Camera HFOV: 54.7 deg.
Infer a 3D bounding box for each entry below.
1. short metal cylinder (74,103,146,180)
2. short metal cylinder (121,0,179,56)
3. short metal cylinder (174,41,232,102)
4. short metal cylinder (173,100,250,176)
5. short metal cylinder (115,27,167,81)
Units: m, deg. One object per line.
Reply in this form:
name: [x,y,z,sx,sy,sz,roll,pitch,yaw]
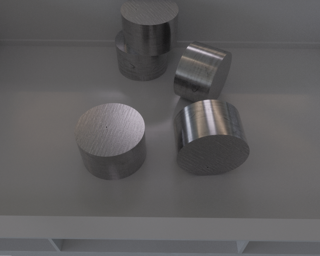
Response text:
short metal cylinder: [-0.058,0.016,0.375,0.080,0.050,0.080,0,50,0]
short metal cylinder: [-0.014,-0.149,0.449,0.081,0.050,0.080,0,50,0]
short metal cylinder: [0.060,-0.075,0.432,0.050,0.080,0.080,24,54,19]
short metal cylinder: [0.057,0.013,0.359,0.081,0.080,0.050,-2,50,-2]
short metal cylinder: [-0.028,-0.119,0.489,0.080,0.050,0.080,0,50,0]
